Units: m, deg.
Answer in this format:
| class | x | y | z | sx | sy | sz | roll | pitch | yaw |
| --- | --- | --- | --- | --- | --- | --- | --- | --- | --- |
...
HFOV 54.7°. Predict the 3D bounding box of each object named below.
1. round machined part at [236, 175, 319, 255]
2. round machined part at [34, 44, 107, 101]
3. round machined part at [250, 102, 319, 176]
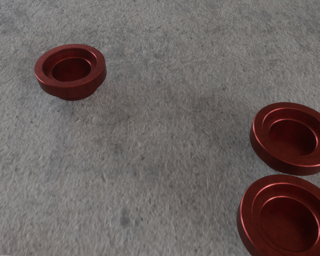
| class | x | y | z | sx | sy | sz | roll | pitch | yaw |
| --- | --- | --- | --- | --- | --- | --- | --- | --- | --- |
| round machined part | 0.126 | 0.099 | 0.310 | 0.099 | 0.042 | 0.098 | 0 | 50 | 0 |
| round machined part | -0.128 | -0.078 | 0.456 | 0.099 | 0.042 | 0.098 | 0 | 50 | 0 |
| round machined part | 0.160 | 0.017 | 0.380 | 0.099 | 0.042 | 0.098 | 0 | 50 | 0 |
